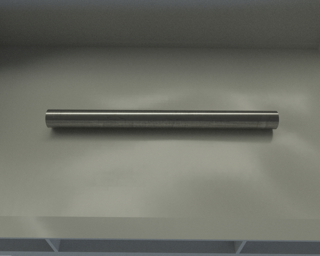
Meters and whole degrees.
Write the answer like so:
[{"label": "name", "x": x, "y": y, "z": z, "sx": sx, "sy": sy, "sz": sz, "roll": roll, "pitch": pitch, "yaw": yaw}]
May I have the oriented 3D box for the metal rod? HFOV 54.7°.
[{"label": "metal rod", "x": 0.003, "y": -0.012, "z": 0.412, "sx": 0.302, "sy": 0.025, "sz": 0.025, "roll": 0, "pitch": 50, "yaw": 0}]
